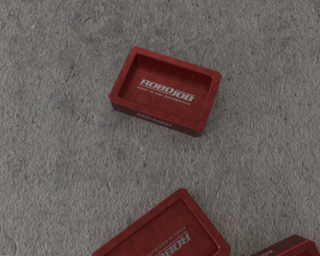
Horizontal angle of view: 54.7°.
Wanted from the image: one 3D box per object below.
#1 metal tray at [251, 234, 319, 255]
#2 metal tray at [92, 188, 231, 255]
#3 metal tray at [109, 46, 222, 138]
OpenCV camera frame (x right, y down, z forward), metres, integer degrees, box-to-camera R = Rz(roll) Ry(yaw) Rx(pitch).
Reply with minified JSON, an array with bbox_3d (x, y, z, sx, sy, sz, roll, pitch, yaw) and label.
[{"bbox_3d":[0.118,0.183,0.328,0.131,0.030,0.090,-22,85,-8],"label":"metal tray"},{"bbox_3d":[0.001,0.143,0.353,0.131,0.030,0.090,-35,74,-12],"label":"metal tray"},{"bbox_3d":[0.008,-0.050,0.423,0.131,0.030,0.090,19,71,6],"label":"metal tray"}]
